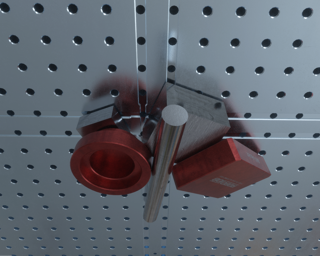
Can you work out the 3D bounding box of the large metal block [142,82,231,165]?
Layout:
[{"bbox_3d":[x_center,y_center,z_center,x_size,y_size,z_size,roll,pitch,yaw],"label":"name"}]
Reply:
[{"bbox_3d":[0.029,-0.001,0.391,0.081,0.050,0.079,18,128,-15],"label":"large metal block"}]

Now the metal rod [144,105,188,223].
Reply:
[{"bbox_3d":[-0.001,0.070,0.414,0.025,0.025,0.298,5,146,-4],"label":"metal rod"}]

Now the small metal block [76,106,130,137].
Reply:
[{"bbox_3d":[-0.074,0.004,0.410,0.050,0.025,0.050,-17,128,14],"label":"small metal block"}]

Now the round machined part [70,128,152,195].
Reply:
[{"bbox_3d":[-0.059,0.039,0.392,0.099,0.042,0.097,2,131,2],"label":"round machined part"}]

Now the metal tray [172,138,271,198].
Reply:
[{"bbox_3d":[0.087,0.060,0.423,0.090,0.030,0.131,-31,149,24],"label":"metal tray"}]
